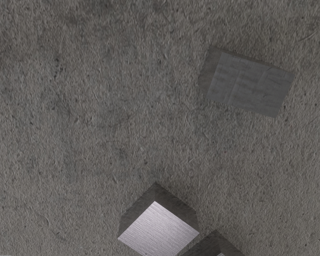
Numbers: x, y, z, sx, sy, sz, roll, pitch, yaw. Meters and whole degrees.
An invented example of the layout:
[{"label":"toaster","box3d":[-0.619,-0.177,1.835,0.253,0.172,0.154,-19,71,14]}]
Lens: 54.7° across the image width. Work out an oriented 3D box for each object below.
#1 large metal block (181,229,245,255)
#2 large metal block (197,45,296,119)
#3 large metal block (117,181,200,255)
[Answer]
[{"label":"large metal block","box3d":[0.086,0.219,0.478,0.080,0.050,0.080,-43,105,14]},{"label":"large metal block","box3d":[0.094,-0.057,0.360,0.080,0.080,0.050,16,109,-6]},{"label":"large metal block","box3d":[-0.002,0.139,0.448,0.080,0.050,0.080,39,105,-13]}]
